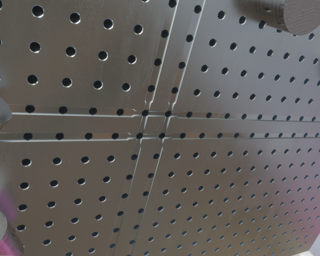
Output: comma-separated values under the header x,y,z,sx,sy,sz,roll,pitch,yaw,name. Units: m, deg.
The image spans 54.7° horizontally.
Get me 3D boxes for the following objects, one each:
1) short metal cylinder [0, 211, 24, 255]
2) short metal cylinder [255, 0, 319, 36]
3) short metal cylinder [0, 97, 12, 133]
x,y,z,sx,sy,sz,roll,pitch,yaw,name
-0.205,0.140,0.351,0.081,0.080,0.050,-20,127,-17,short metal cylinder
0.169,-0.163,0.389,0.081,0.050,0.079,-14,124,-21,short metal cylinder
-0.182,-0.011,0.270,0.080,0.080,0.050,33,100,-39,short metal cylinder
